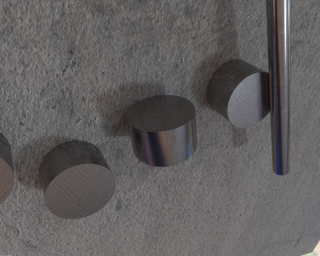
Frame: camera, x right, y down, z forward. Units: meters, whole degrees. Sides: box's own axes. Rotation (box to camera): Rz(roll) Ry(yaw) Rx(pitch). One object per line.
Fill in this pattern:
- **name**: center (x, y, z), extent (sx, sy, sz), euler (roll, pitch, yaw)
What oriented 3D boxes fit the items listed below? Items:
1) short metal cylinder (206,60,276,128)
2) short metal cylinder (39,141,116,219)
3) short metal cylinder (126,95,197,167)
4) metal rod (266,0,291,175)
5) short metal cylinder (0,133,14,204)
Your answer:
- **short metal cylinder**: center (0.111, -0.047, 0.422), extent (0.081, 0.050, 0.079), euler (-14, 124, -21)
- **short metal cylinder**: center (-0.100, 0.062, 0.374), extent (0.081, 0.050, 0.079), euler (-14, 124, -21)
- **short metal cylinder**: center (0.004, 0.001, 0.374), extent (0.081, 0.080, 0.050), euler (-20, 126, -17)
- **metal rod**: center (0.153, -0.049, 0.395), extent (0.025, 0.025, 0.299), euler (-27, 128, -12)
- **short metal cylinder**: center (-0.192, 0.042, 0.311), extent (0.081, 0.050, 0.079), euler (-14, 124, -21)
